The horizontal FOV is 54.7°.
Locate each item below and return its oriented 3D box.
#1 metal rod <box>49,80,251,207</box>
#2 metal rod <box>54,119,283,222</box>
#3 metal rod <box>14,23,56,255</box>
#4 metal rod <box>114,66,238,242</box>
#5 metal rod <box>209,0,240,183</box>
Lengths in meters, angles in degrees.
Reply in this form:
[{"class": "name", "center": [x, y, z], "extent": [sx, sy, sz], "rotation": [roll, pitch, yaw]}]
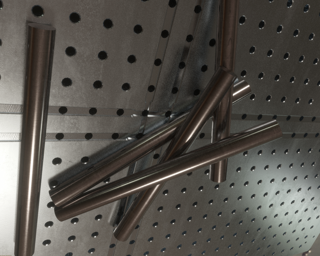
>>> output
[{"class": "metal rod", "center": [-0.006, 0.016, 0.419], "extent": [0.301, 0.025, 0.025], "rotation": [-30, 129, -10]}, {"class": "metal rod", "center": [0.006, 0.056, 0.395], "extent": [0.301, 0.025, 0.025], "rotation": [-22, 129, 6]}, {"class": "metal rod", "center": [-0.146, 0.035, 0.353], "extent": [0.025, 0.025, 0.298], "rotation": [0, 118, -29]}, {"class": "metal rod", "center": [0.010, 0.050, 0.423], "extent": [0.025, 0.025, 0.298], "rotation": [14, 119, -34]}, {"class": "metal rod", "center": [0.082, -0.063, 0.393], "extent": [0.025, 0.025, 0.298], "rotation": [-12, 116, -22]}]
